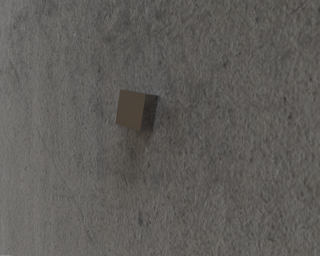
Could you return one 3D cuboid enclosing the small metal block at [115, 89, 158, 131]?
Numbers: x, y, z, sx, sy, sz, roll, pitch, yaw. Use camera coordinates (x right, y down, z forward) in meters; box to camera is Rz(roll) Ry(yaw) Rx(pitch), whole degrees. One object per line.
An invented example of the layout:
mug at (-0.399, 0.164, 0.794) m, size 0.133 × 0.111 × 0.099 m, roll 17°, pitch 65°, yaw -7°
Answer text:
small metal block at (-0.033, -0.025, 0.434) m, size 0.050 × 0.025 × 0.050 m, roll 15°, pitch 100°, yaw 39°
